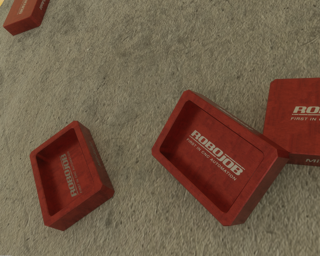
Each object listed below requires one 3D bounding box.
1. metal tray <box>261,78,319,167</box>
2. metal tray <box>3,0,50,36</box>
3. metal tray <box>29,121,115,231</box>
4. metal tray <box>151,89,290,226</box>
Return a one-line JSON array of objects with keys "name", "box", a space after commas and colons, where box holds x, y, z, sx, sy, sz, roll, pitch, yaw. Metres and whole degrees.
[{"name": "metal tray", "box": [0.176, -0.007, 0.312, 0.130, 0.030, 0.090, 3, 63, 29]}, {"name": "metal tray", "box": [-0.315, -0.288, 0.743, 0.090, 0.030, 0.130, -9, 58, 23]}, {"name": "metal tray", "box": [-0.126, 0.062, 0.428, 0.090, 0.030, 0.130, -36, 51, 4]}, {"name": "metal tray", "box": [0.056, 0.027, 0.332, 0.130, 0.030, 0.090, 41, 109, 39]}]
